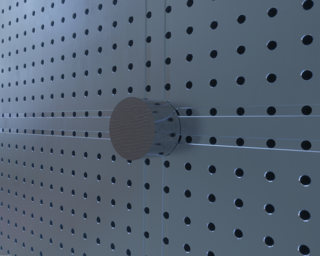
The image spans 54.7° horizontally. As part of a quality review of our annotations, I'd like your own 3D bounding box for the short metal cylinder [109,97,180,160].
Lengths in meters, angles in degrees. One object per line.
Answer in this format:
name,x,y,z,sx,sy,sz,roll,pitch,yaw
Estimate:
short metal cylinder,-0.021,0.001,0.407,0.080,0.050,0.079,0,90,39
